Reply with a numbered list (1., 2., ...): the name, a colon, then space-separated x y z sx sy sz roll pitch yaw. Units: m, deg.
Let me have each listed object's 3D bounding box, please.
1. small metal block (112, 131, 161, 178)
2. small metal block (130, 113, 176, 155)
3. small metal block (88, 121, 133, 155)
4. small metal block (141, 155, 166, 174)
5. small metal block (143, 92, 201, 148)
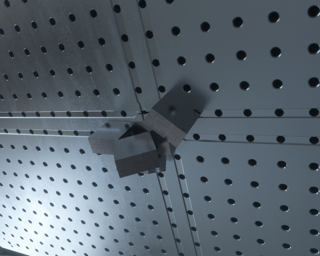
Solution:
1. small metal block: -0.031 0.032 0.386 0.050 0.050 0.025 -15 117 -6
2. small metal block: -0.007 0.008 0.420 0.050 0.025 0.050 1 119 27
3. small metal block: -0.064 0.013 0.437 0.050 0.050 0.025 2 120 28
4. small metal block: -0.025 0.048 0.435 0.050 0.050 0.025 2 88 28
5. small metal block: 0.015 -0.012 0.380 0.050 0.050 0.025 37 128 3
